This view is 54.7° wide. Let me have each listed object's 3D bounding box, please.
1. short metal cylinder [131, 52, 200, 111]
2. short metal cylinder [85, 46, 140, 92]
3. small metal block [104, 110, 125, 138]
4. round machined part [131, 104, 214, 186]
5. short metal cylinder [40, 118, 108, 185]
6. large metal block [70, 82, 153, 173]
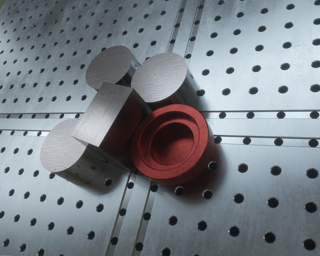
[{"bbox_3d":[0.008,-0.055,0.422,0.080,0.050,0.080,-13,56,21],"label":"short metal cylinder"},{"bbox_3d":[-0.066,-0.079,0.475,0.080,0.050,0.080,-13,56,21],"label":"short metal cylinder"},{"bbox_3d":[-0.073,-0.013,0.454,0.050,0.025,0.050,16,70,34],"label":"small metal block"},{"bbox_3d":[0.018,0.023,0.374,0.098,0.042,0.098,-13,56,21],"label":"round machined part"},{"bbox_3d":[-0.118,0.033,0.434,0.080,0.050,0.080,-13,56,21],"label":"short metal cylinder"},{"bbox_3d":[-0.052,0.000,0.397,0.050,0.080,0.080,17,71,35],"label":"large metal block"}]
